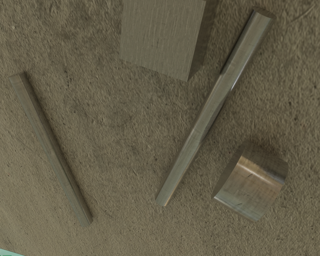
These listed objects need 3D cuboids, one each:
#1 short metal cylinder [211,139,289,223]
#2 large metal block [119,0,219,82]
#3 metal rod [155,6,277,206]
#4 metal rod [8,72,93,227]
[{"bbox_3d":[0.101,0.060,0.355,0.050,0.080,0.079,31,128,8],"label":"short metal cylinder"},{"bbox_3d":[0.008,-0.105,0.322,0.080,0.050,0.079,22,127,15],"label":"large metal block"},{"bbox_3d":[0.051,0.000,0.380,0.025,0.025,0.298,30,128,9],"label":"metal rod"},{"bbox_3d":[-0.179,0.049,0.531,0.025,0.025,0.298,-3,117,29],"label":"metal rod"}]
